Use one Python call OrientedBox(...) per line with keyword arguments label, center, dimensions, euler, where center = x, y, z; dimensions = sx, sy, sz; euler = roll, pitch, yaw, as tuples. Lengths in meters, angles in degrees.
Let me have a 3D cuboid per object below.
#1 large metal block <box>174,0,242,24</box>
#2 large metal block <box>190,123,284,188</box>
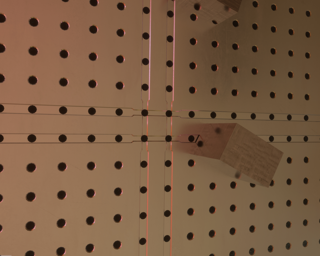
OrientedBox(label="large metal block", center=(0.072, -0.204, 0.425), dimensions=(0.080, 0.050, 0.080), euler=(21, 83, -19))
OrientedBox(label="large metal block", center=(0.101, 0.035, 0.420), dimensions=(0.080, 0.080, 0.050), euler=(30, 80, -18))
